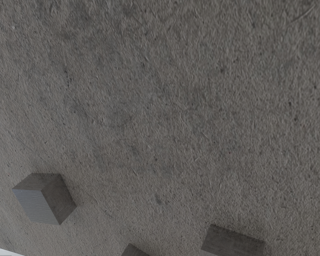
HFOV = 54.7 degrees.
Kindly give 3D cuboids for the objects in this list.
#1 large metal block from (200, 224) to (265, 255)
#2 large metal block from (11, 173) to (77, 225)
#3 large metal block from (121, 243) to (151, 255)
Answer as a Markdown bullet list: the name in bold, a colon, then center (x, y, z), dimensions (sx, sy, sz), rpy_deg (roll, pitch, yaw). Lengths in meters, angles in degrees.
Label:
- **large metal block**: center (0.104, 0.200, 0.460), dimensions (0.080, 0.050, 0.079), rpy_deg (13, 124, 21)
- **large metal block**: center (-0.219, 0.134, 0.589), dimensions (0.080, 0.050, 0.080), rpy_deg (-4, 117, 30)
- **large metal block**: center (-0.047, 0.275, 0.566), dimensions (0.080, 0.080, 0.050), rpy_deg (28, 128, 10)
